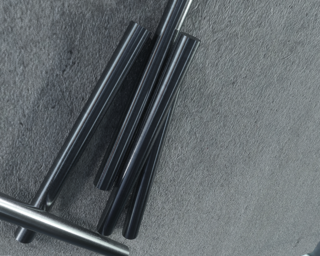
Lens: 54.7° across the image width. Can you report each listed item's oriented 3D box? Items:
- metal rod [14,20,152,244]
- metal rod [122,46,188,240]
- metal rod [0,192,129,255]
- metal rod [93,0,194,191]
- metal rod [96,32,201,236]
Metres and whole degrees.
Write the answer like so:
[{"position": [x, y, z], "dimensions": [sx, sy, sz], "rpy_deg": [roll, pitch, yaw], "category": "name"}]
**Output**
[{"position": [-0.097, 0.015, 0.363], "dimensions": [0.025, 0.025, 0.299], "rpy_deg": [22, 106, -36], "category": "metal rod"}, {"position": [-0.010, 0.033, 0.421], "dimensions": [0.025, 0.025, 0.298], "rpy_deg": [1, 118, -29], "category": "metal rod"}, {"position": [-0.126, 0.126, 0.387], "dimensions": [0.025, 0.025, 0.300], "rpy_deg": [-41, 138, 0], "category": "metal rod"}, {"position": [-0.017, -0.053, 0.364], "dimensions": [0.025, 0.025, 0.298], "rpy_deg": [12, 112, -34], "category": "metal rod"}, {"position": [-0.024, 0.025, 0.392], "dimensions": [0.025, 0.025, 0.298], "rpy_deg": [8, 119, -32], "category": "metal rod"}]
